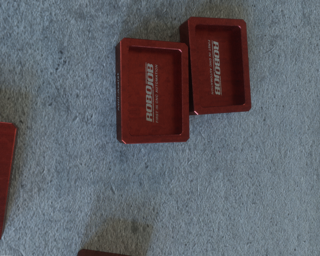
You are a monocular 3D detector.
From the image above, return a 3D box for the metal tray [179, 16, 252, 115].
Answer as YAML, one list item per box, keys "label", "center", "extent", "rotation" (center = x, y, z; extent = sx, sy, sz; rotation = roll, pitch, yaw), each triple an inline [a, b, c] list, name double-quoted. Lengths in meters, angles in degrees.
- label: "metal tray"
  center: [0.078, -0.085, 0.434]
  extent: [0.091, 0.030, 0.129]
  rotation: [-5, 92, -20]

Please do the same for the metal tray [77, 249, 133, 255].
- label: "metal tray"
  center: [-0.072, 0.224, 0.380]
  extent: [0.091, 0.030, 0.129]
  rotation: [17, 84, -19]

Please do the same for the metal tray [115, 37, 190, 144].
- label: "metal tray"
  center: [-0.009, -0.046, 0.402]
  extent: [0.091, 0.030, 0.129]
  rotation: [-1, 90, -20]

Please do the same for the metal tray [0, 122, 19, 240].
- label: "metal tray"
  center: [-0.209, 0.054, 0.329]
  extent: [0.091, 0.030, 0.129]
  rotation: [8, 87, -20]
